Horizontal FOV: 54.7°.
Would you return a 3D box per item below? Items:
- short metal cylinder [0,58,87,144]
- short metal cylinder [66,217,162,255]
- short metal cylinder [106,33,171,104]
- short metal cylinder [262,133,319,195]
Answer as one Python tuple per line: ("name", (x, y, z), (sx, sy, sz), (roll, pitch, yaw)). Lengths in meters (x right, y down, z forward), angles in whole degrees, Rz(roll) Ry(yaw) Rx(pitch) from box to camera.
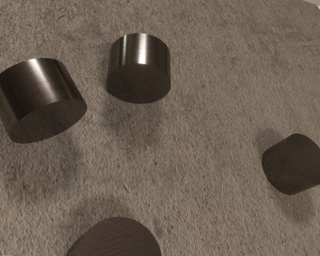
("short metal cylinder", (-0.124, -0.026, 0.319), (0.081, 0.080, 0.050), (-22, 74, -36))
("short metal cylinder", (-0.044, 0.129, 0.286), (0.081, 0.050, 0.080), (14, 56, -21))
("short metal cylinder", (-0.026, -0.075, 0.401), (0.081, 0.080, 0.050), (14, 56, -21))
("short metal cylinder", (0.203, 0.055, 0.466), (0.081, 0.050, 0.080), (14, 56, -21))
